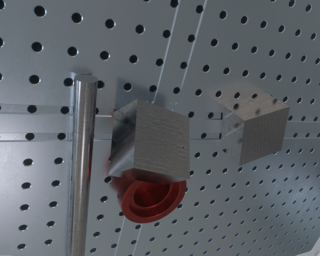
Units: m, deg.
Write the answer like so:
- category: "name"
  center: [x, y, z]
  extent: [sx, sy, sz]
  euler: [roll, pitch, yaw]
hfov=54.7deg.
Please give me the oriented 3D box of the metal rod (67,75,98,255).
- category: "metal rod"
  center: [-0.104, 0.077, 0.402]
  extent: [0.025, 0.025, 0.298]
  euler: [-4, 120, -27]

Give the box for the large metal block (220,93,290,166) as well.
- category: "large metal block"
  center: [0.143, 0.001, 0.474]
  extent: [0.081, 0.050, 0.079]
  euler: [-16, 125, -19]

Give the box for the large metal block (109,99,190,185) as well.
- category: "large metal block"
  center: [-0.011, 0.020, 0.375]
  extent: [0.081, 0.080, 0.050]
  euler: [17, 154, -35]

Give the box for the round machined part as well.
- category: "round machined part"
  center: [-0.015, 0.086, 0.446]
  extent: [0.099, 0.042, 0.097]
  euler: [-14, 124, -21]
